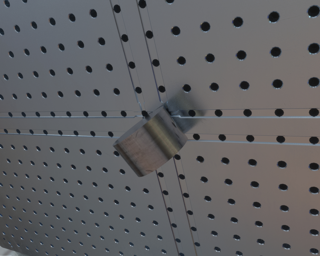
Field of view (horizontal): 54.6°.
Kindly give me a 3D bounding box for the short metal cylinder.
[{"bbox_3d":[-0.012,0.017,0.392,0.080,0.080,0.050,-32,100,38],"label":"short metal cylinder"}]
